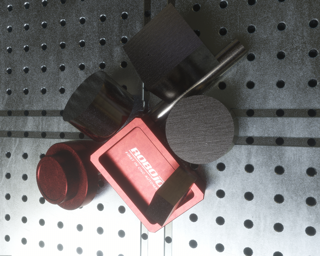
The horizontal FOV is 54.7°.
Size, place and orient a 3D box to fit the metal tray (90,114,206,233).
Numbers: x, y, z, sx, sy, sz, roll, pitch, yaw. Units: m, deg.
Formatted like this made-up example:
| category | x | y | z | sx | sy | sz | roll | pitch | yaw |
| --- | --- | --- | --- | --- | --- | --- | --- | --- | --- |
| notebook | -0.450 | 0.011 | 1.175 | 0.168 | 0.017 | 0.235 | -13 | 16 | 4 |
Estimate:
| category | x | y | z | sx | sy | sz | roll | pitch | yaw |
| --- | --- | --- | --- | --- | --- | --- | --- | --- | --- |
| metal tray | -0.015 | 0.058 | 0.400 | 0.090 | 0.030 | 0.130 | -39 | 90 | 16 |

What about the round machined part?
| category | x | y | z | sx | sy | sz | roll | pitch | yaw |
| --- | --- | --- | --- | --- | --- | --- | --- | --- | --- |
| round machined part | -0.137 | 0.069 | 0.438 | 0.098 | 0.042 | 0.097 | 5 | 99 | 35 |

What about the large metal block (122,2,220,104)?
| category | x | y | z | sx | sy | sz | roll | pitch | yaw |
| --- | --- | --- | --- | --- | --- | --- | --- | --- | --- |
| large metal block | 0.012 | -0.090 | 0.383 | 0.080 | 0.050 | 0.080 | -39 | 58 | 16 |

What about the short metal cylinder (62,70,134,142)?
| category | x | y | z | sx | sy | sz | roll | pitch | yaw |
| --- | --- | --- | --- | --- | --- | --- | --- | --- | --- |
| short metal cylinder | -0.081 | -0.028 | 0.406 | 0.080 | 0.050 | 0.080 | -31 | 37 | 27 |

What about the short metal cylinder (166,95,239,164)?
| category | x | y | z | sx | sy | sz | roll | pitch | yaw |
| --- | --- | --- | --- | --- | --- | --- | --- | --- | --- |
| short metal cylinder | 0.053 | 0.002 | 0.380 | 0.080 | 0.050 | 0.079 | 0 | 90 | 20 |

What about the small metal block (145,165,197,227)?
| category | x | y | z | sx | sy | sz | roll | pitch | yaw |
| --- | --- | --- | --- | --- | --- | --- | --- | --- | --- |
| small metal block | 0.013 | 0.080 | 0.363 | 0.025 | 0.050 | 0.050 | 36 | 137 | 14 |

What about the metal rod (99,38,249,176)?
| category | x | y | z | sx | sy | sz | roll | pitch | yaw |
| --- | --- | --- | --- | --- | --- | --- | --- | --- | --- |
| metal rod | -0.012 | -0.009 | 0.418 | 0.300 | 0.025 | 0.025 | -39 | 78 | 16 |
